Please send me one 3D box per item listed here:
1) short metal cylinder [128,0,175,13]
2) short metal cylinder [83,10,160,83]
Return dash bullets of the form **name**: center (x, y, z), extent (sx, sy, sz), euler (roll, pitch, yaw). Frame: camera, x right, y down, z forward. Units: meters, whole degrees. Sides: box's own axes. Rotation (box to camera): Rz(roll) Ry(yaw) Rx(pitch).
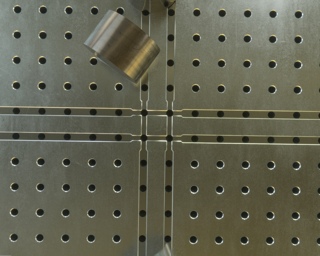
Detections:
- **short metal cylinder**: center (-0.012, -0.198, 0.400), extent (0.081, 0.050, 0.079), euler (0, 90, 0)
- **short metal cylinder**: center (-0.047, -0.099, 0.385), extent (0.080, 0.080, 0.050), euler (36, 90, 0)
